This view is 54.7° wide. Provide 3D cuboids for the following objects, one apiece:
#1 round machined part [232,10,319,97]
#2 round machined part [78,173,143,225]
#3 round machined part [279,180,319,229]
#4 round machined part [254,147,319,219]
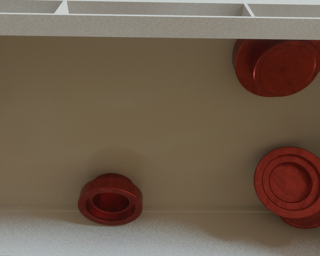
[{"bbox_3d":[0.132,-0.073,0.337,0.099,0.042,0.097,0,130,0],"label":"round machined part"},{"bbox_3d":[-0.076,0.109,0.490,0.099,0.042,0.097,0,130,0],"label":"round machined part"},{"bbox_3d":[0.223,0.120,0.485,0.098,0.042,0.097,11,131,13],"label":"round machined part"},{"bbox_3d":[0.184,0.078,0.442,0.098,0.098,0.042,-13,164,10],"label":"round machined part"}]
